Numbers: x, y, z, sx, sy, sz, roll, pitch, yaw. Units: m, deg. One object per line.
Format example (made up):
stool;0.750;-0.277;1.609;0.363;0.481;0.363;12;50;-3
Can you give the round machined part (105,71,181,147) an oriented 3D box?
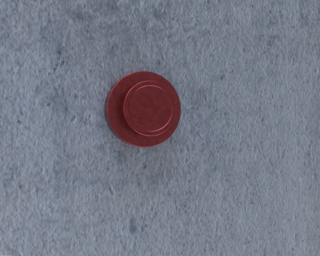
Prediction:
round machined part;-0.018;-0.024;0.394;0.099;0.042;0.097;0;90;-21
